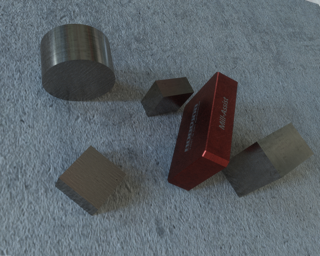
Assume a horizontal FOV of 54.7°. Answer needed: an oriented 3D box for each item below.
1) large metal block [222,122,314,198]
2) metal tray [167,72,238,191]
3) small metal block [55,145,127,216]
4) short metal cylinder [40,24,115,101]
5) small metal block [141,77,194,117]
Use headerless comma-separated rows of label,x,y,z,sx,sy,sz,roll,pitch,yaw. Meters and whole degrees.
large metal block,0.142,0.044,0.418,0.081,0.080,0.050,-21,73,-36
metal tray,0.054,0.003,0.388,0.030,0.090,0.130,26,53,-13
small metal block,-0.073,0.056,0.330,0.050,0.025,0.050,40,51,-1
short metal cylinder,-0.096,-0.074,0.362,0.081,0.080,0.050,1,61,-28
small metal block,0.009,-0.042,0.418,0.050,0.050,0.025,-13,69,-33
